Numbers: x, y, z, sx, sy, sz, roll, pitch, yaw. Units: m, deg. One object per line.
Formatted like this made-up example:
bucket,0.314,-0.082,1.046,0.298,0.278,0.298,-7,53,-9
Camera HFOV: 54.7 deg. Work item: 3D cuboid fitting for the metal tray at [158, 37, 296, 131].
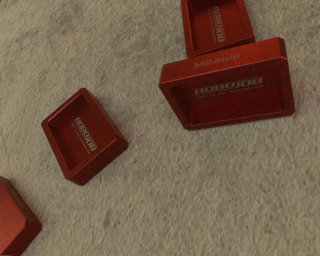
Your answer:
metal tray,0.076,-0.042,0.345,0.130,0.090,0.030,-9,51,23

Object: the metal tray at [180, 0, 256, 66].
metal tray,0.081,-0.153,0.450,0.090,0.030,0.130,-15,56,19

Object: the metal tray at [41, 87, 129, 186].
metal tray,-0.114,0.008,0.452,0.090,0.030,0.130,-40,51,0

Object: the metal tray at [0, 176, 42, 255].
metal tray,-0.234,0.135,0.438,0.130,0.030,0.090,32,79,37
